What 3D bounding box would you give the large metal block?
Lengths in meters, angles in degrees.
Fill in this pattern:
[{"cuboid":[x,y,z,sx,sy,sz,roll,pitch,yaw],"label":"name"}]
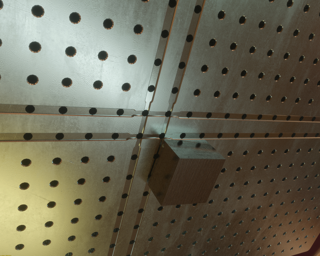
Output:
[{"cuboid":[0.038,0.065,0.458,0.081,0.050,0.079,5,116,-31],"label":"large metal block"}]
